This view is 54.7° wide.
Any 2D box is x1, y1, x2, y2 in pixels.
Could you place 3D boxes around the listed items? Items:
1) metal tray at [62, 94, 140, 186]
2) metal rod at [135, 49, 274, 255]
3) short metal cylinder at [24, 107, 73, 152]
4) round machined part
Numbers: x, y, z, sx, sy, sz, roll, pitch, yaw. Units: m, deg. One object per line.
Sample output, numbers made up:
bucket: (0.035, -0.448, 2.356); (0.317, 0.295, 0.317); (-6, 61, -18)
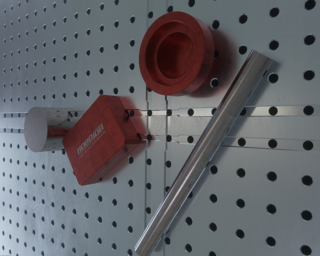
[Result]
metal tray: (-0.097, 0.021, 0.486); (0.129, 0.030, 0.090); (-42, 65, 31)
metal rod: (0.042, 0.047, 0.374); (0.025, 0.025, 0.298); (42, 115, 32)
short metal cylinder: (-0.202, 0.003, 0.560); (0.080, 0.050, 0.079); (0, 90, 40)
round machined part: (0.024, -0.087, 0.378); (0.098, 0.042, 0.097); (0, 90, 40)
